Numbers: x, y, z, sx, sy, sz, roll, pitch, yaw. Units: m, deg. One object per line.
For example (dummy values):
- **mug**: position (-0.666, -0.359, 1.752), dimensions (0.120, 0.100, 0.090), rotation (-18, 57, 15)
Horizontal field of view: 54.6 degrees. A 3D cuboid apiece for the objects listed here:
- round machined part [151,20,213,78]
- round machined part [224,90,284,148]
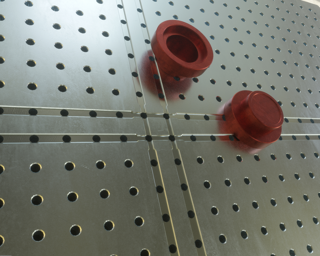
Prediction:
- **round machined part**: position (0.031, -0.118, 0.485), dimensions (0.099, 0.042, 0.098), rotation (13, 56, -21)
- **round machined part**: position (0.155, -0.020, 0.492), dimensions (0.099, 0.042, 0.098), rotation (14, 56, -21)
